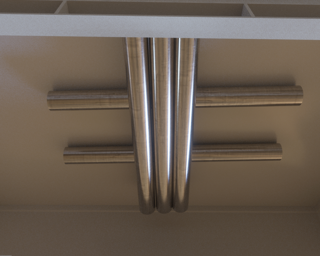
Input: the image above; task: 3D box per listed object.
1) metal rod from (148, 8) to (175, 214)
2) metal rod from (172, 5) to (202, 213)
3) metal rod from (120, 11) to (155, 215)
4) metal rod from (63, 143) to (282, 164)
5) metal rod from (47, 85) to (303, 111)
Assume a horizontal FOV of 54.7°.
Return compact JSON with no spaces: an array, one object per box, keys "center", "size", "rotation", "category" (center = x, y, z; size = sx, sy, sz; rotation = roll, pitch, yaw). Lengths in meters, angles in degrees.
[{"center":[0.004,0.008,0.380],"size":[0.025,0.025,0.298],"rotation":[-1,130,0],"category":"metal rod"},{"center":[0.029,0.006,0.378],"size":[0.025,0.025,0.298],"rotation":[-1,130,0],"category":"metal rod"},{"center":[-0.022,0.010,0.381],"size":[0.025,0.025,0.298],"rotation":[-1,130,0],"category":"metal rod"},{"center":[0.018,0.036,0.439],"size":[0.302,0.025,0.025],"rotation":[-1,130,0],"category":"metal rod"},{"center":[0.018,-0.036,0.377],"size":[0.302,0.025,0.025],"rotation":[-1,130,0],"category":"metal rod"}]
